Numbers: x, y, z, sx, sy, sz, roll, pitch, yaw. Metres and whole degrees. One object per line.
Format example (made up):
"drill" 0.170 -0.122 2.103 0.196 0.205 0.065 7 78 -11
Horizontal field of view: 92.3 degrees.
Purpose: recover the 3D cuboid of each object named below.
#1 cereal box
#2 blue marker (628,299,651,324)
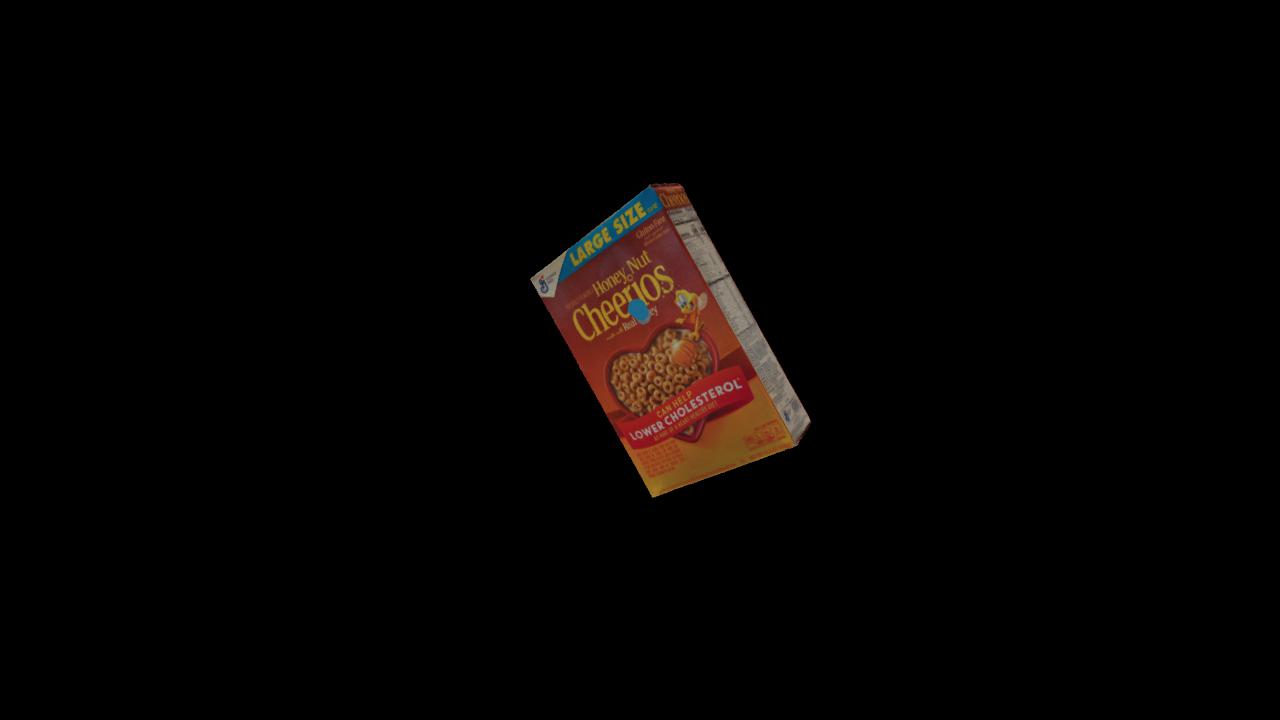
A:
"cereal box" 0.027 -0.015 0.697 0.203 0.306 0.081 -28 2 35
"blue marker" 0.008 -0.043 0.674 0.020 0.020 0.121 0 -10 12
